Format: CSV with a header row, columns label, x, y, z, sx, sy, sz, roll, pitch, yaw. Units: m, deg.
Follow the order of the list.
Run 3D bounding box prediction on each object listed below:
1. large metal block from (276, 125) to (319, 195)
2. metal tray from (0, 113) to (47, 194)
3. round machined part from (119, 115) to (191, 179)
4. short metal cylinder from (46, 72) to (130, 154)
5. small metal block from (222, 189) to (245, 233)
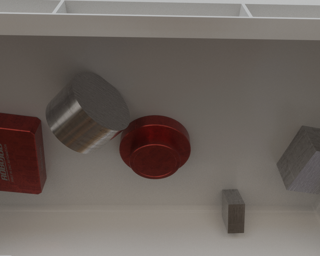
label,x,y,z,sx,sy,sz,roll,pitch,yaw
large metal block,0.227,0.048,0.437,0.081,0.050,0.079,9,130,-8
metal tray,-0.214,0.038,0.435,0.091,0.030,0.129,7,130,-7
round machined part,-0.007,0.033,0.426,0.099,0.042,0.097,-1,130,0
short metal cylinder,-0.081,-0.017,0.357,0.050,0.080,0.080,-37,121,27
small metal block,0.117,0.132,0.497,0.025,0.050,0.050,-2,105,1
